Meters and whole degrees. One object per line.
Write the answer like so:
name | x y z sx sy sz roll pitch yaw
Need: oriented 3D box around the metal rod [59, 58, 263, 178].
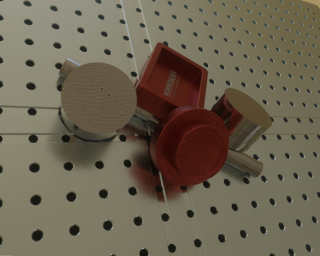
metal rod | 0.009 -0.008 0.418 0.301 0.025 0.025 28 52 -11

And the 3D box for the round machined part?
round machined part | 0.041 0.025 0.369 0.099 0.042 0.097 -6 106 -21

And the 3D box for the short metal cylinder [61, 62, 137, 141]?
short metal cylinder | -0.072 -0.028 0.355 0.081 0.050 0.080 4 77 -18

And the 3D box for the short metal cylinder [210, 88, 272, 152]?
short metal cylinder | 0.111 -0.012 0.444 0.080 0.050 0.080 24 33 -17

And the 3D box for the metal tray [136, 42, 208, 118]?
metal tray | 0.018 -0.061 0.433 0.090 0.030 0.130 28 39 -10
